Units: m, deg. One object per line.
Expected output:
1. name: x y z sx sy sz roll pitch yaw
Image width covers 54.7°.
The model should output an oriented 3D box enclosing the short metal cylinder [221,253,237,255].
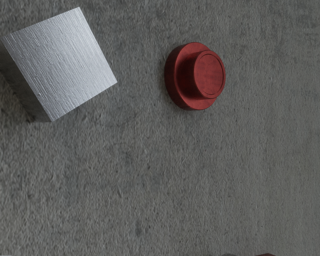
1. short metal cylinder: 0.103 0.237 0.459 0.050 0.080 0.079 -22 104 -38

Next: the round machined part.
1. round machined part: 0.057 -0.074 0.443 0.099 0.042 0.097 0 90 -40

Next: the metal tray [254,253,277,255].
1. metal tray: 0.168 0.278 0.547 0.131 0.030 0.090 11 83 -40

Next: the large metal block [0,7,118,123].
1. large metal block: -0.103 -0.060 0.303 0.080 0.050 0.080 -39 114 -33
